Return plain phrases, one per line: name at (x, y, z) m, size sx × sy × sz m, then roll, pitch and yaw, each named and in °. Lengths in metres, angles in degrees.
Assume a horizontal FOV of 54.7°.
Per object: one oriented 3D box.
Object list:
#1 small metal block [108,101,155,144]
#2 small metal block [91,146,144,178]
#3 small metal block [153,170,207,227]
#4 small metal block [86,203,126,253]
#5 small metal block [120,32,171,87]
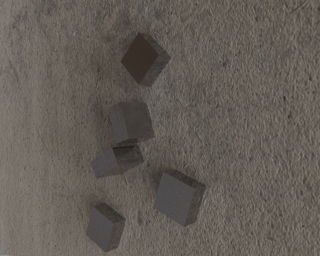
small metal block at (-0.038, -0.007, 0.420) m, size 0.025 × 0.050 × 0.050 m, roll -22°, pitch 76°, yaw 38°
small metal block at (-0.060, 0.048, 0.438) m, size 0.050 × 0.050 × 0.025 m, roll -32°, pitch 70°, yaw 35°
small metal block at (0.024, 0.086, 0.385) m, size 0.050 × 0.025 × 0.050 m, roll 24°, pitch 105°, yaw 37°
small metal block at (-0.083, 0.152, 0.474) m, size 0.050 × 0.025 × 0.050 m, roll 26°, pitch 106°, yaw 37°
small metal block at (-0.020, -0.093, 0.422) m, size 0.050 × 0.025 × 0.050 m, roll -52°, pitch 60°, yaw 27°
